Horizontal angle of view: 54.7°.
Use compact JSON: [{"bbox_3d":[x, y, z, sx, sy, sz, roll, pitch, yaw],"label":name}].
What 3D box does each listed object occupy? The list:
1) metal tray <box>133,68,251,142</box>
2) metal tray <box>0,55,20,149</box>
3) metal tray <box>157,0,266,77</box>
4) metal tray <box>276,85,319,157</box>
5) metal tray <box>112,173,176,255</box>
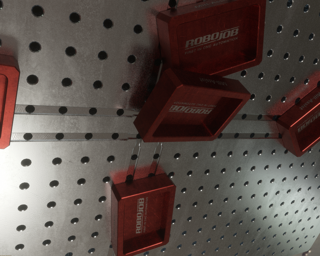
[{"bbox_3d":[0.043,-0.023,0.389,0.131,0.030,0.089,1,135,-40],"label":"metal tray"},{"bbox_3d":[-0.203,-0.028,0.279,0.131,0.030,0.089,5,116,-31],"label":"metal tray"},{"bbox_3d":[0.066,-0.107,0.379,0.131,0.030,0.089,-20,127,-17],"label":"metal tray"},{"bbox_3d":[0.276,-0.019,0.550,0.130,0.030,0.090,-38,130,-3],"label":"metal tray"},{"bbox_3d":[-0.027,0.138,0.480,0.091,0.030,0.129,-9,123,-24],"label":"metal tray"}]
